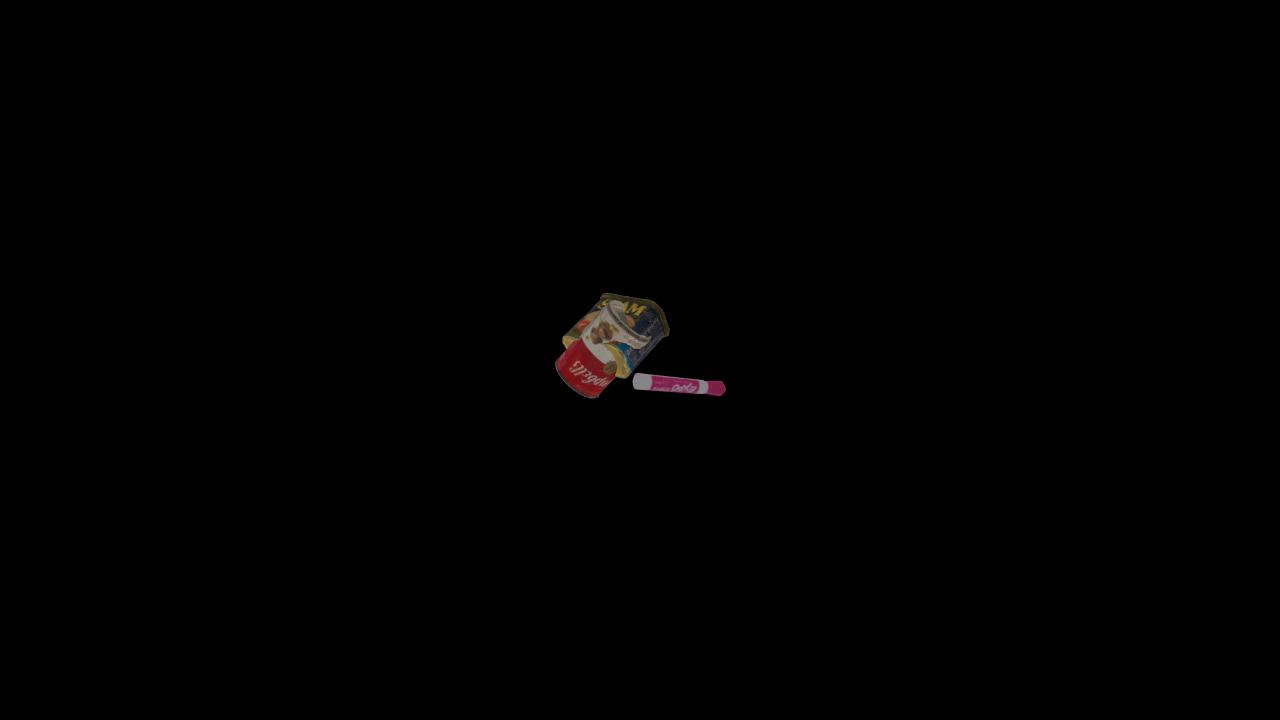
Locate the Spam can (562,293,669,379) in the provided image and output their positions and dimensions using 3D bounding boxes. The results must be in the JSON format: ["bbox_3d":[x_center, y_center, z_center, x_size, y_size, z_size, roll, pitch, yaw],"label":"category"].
[{"bbox_3d":[-0.030,-0.030,0.741,0.101,0.058,0.085,14,50,38],"label":"Spam can"}]

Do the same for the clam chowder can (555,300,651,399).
[{"bbox_3d":[-0.043,-0.013,0.727,0.102,0.068,0.068,-47,-19,19],"label":"clam chowder can"}]

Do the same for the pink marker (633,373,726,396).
[{"bbox_3d":[0.049,0.029,0.713,0.121,0.020,0.020,6,-3,-28],"label":"pink marker"}]
